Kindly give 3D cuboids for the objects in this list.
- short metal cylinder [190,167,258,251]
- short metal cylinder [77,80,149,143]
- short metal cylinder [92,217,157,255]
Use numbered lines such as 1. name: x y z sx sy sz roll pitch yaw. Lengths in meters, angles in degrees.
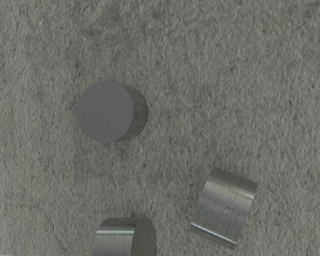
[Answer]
1. short metal cylinder: 0.074 0.091 0.353 0.050 0.080 0.080 20 97 18
2. short metal cylinder: -0.062 -0.021 0.416 0.080 0.050 0.079 0 90 19
3. short metal cylinder: -0.042 0.155 0.394 0.050 0.080 0.080 -7 88 20
